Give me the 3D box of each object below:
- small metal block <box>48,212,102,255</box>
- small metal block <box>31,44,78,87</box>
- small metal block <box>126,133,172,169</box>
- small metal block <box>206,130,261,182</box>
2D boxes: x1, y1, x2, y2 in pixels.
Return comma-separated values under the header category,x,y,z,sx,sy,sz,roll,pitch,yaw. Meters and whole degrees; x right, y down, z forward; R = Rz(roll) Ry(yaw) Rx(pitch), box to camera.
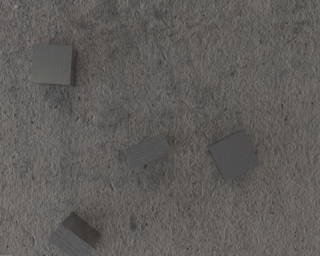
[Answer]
category,x,y,z,sx,sy,sz,roll,pitch,yaw
small metal block,-0.107,0.139,0.397,0.050,0.050,0.025,38,90,0
small metal block,-0.139,-0.082,0.409,0.050,0.025,0.050,4,90,0
small metal block,-0.013,0.028,0.397,0.050,0.050,0.025,-23,90,0
small metal block,0.097,0.036,0.411,0.050,0.025,0.050,-26,90,0
